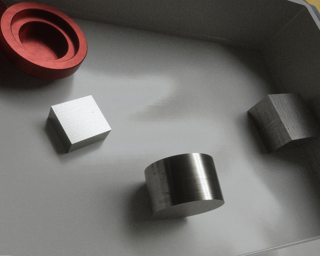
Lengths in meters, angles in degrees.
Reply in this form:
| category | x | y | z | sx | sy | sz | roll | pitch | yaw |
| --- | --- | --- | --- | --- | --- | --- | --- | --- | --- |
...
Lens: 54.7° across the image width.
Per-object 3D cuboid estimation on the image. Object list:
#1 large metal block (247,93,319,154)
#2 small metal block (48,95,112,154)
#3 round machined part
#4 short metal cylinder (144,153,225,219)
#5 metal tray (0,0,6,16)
| category | x | y | z | sx | sy | sz | roll | pitch | yaw |
| --- | --- | --- | --- | --- | --- | --- | --- | --- | --- |
| large metal block | 0.205 | -0.009 | 0.509 | 0.081 | 0.050 | 0.080 | -6 | 65 | -31 |
| small metal block | -0.093 | -0.005 | 0.360 | 0.050 | 0.025 | 0.050 | -23 | 74 | -36 |
| round machined part | -0.142 | -0.099 | 0.374 | 0.099 | 0.042 | 0.098 | 19 | 53 | -27 |
| short metal cylinder | 0.026 | 0.067 | 0.345 | 0.081 | 0.080 | 0.050 | 4 | 60 | -27 |
| metal tray | -0.212 | -0.109 | 0.319 | 0.090 | 0.030 | 0.130 | 51 | 29 | -56 |
